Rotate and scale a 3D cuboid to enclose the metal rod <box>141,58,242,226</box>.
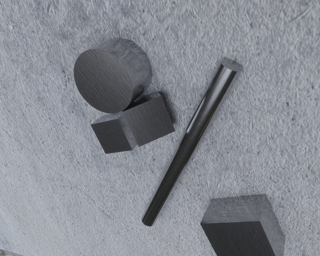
[{"bbox_3d":[0.028,0.042,0.416,0.025,0.025,0.298,30,128,8],"label":"metal rod"}]

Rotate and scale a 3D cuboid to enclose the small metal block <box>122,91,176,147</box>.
[{"bbox_3d":[-0.015,-0.011,0.390,0.050,0.025,0.050,-24,111,-4],"label":"small metal block"}]

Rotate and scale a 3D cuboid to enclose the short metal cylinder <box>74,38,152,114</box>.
[{"bbox_3d":[-0.057,-0.064,0.379,0.080,0.050,0.079,13,124,21],"label":"short metal cylinder"}]

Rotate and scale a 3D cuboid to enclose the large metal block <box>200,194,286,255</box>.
[{"bbox_3d":[0.113,0.140,0.417,0.080,0.050,0.080,-15,111,34],"label":"large metal block"}]

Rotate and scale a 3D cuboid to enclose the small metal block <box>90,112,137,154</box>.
[{"bbox_3d":[-0.063,0.007,0.443,0.050,0.025,0.050,-10,114,32],"label":"small metal block"}]
